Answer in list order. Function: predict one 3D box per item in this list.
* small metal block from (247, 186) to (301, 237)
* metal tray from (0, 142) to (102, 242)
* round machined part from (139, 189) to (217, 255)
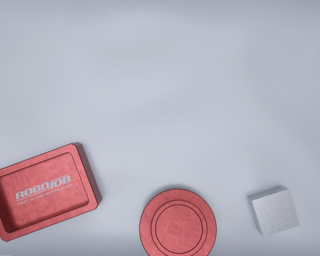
[{"bbox_3d":[0.151,0.110,0.414,0.050,0.025,0.050,-18,90,-1],"label":"small metal block"},{"bbox_3d":[-0.154,0.082,0.406,0.131,0.030,0.090,-20,90,-1],"label":"metal tray"},{"bbox_3d":[0.023,0.126,0.391,0.099,0.042,0.098,0,74,-1],"label":"round machined part"}]
